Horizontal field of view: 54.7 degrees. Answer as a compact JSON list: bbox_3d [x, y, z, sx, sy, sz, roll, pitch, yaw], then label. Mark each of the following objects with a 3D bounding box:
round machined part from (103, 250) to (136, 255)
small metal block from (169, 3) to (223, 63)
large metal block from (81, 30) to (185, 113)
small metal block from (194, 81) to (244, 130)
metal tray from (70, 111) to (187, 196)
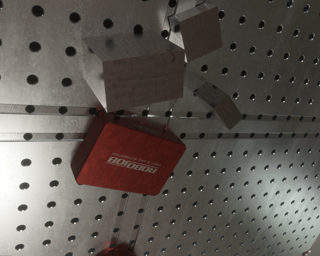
[{"bbox_3d":[-0.075,0.256,0.520,0.099,0.042,0.097,-14,125,-21],"label":"round machined part"},{"bbox_3d":[0.043,-0.113,0.367,0.050,0.025,0.050,-26,128,-12],"label":"small metal block"},{"bbox_3d":[-0.030,-0.063,0.322,0.081,0.080,0.050,-13,124,-21],"label":"large metal block"},{"bbox_3d":[0.080,-0.031,0.421,0.025,0.050,0.050,-43,130,1],"label":"small metal block"},{"bbox_3d":[-0.039,0.039,0.412,0.131,0.030,0.090,19,108,-36],"label":"metal tray"}]
